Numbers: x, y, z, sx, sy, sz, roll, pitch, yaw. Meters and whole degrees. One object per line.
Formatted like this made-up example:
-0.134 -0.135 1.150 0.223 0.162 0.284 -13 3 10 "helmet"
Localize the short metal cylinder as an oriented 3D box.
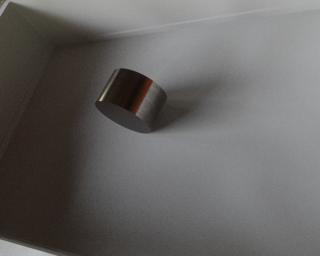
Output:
-0.038 -0.034 0.410 0.080 0.080 0.050 14 69 33 "short metal cylinder"
